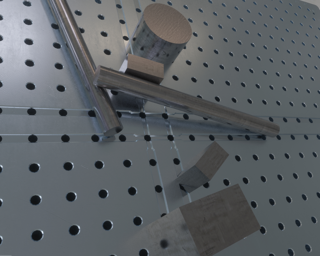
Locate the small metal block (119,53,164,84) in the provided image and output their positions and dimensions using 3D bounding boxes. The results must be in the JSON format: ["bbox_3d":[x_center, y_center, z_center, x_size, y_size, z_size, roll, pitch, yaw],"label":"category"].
[{"bbox_3d":[-0.028,-0.069,0.419,0.050,0.050,0.025,13,57,-21],"label":"small metal block"}]

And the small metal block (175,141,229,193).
[{"bbox_3d":[0.053,0.050,0.391,0.025,0.050,0.050,45,51,3],"label":"small metal block"}]

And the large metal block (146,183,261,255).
[{"bbox_3d":[0.044,0.106,0.332,0.081,0.080,0.050,-12,68,-33],"label":"large metal block"}]

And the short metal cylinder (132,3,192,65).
[{"bbox_3d":[0.002,-0.146,0.482,0.081,0.050,0.080,14,56,-21],"label":"short metal cylinder"}]

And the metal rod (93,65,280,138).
[{"bbox_3d":[0.055,-0.030,0.439,0.302,0.025,0.025,14,56,-27],"label":"metal rod"}]

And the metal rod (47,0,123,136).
[{"bbox_3d":[-0.119,-0.124,0.419,0.025,0.025,0.299,-14,69,-34],"label":"metal rod"}]
